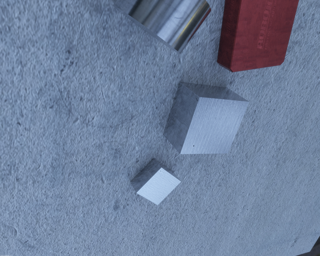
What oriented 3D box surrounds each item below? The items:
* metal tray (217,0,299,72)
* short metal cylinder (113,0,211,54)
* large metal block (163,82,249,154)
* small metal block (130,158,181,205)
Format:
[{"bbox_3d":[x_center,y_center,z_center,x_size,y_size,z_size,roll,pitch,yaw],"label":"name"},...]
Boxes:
[{"bbox_3d":[0.125,-0.140,0.387,0.091,0.030,0.129,-12,124,-22],"label":"metal tray"},{"bbox_3d":[0.002,-0.116,0.302,0.080,0.080,0.050,27,103,-38],"label":"short metal cylinder"},{"bbox_3d":[0.060,-0.012,0.418,0.081,0.050,0.079,2,118,-30],"label":"large metal block"},{"bbox_3d":[-0.006,0.079,0.454,0.050,0.025,0.050,-46,130,4],"label":"small metal block"}]
